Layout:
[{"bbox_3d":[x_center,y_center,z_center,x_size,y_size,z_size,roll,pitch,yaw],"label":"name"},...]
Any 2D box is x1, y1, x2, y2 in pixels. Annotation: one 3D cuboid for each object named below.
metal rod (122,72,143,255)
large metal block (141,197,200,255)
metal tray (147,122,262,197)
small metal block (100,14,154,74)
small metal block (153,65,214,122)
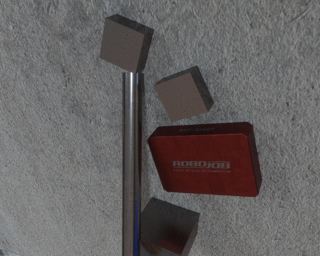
[{"bbox_3d":[-0.037,0.079,0.406,0.025,0.025,0.298,5,100,25],"label":"metal rod"},{"bbox_3d":[0.007,0.160,0.465,0.080,0.080,0.050,15,124,19],"label":"large metal block"},{"bbox_3d":[0.057,0.041,0.398,0.130,0.030,0.089,-3,117,29],"label":"metal tray"},{"bbox_3d":[-0.040,-0.099,0.365,0.050,0.025,0.050,26,128,11],"label":"small metal block"},{"bbox_3d":[0.029,-0.040,0.366,0.050,0.025,0.050,-15,111,34],"label":"small metal block"}]
